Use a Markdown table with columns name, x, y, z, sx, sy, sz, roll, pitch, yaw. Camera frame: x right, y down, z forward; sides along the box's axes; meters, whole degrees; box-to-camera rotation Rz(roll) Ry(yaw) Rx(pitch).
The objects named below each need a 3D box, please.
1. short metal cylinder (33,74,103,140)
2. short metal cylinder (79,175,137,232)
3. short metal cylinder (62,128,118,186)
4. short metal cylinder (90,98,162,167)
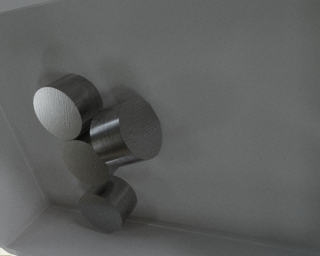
| name | x | y | z | sx | sy | sz | roll | pitch | yaw |
| --- | --- | --- | --- | --- | --- | --- | --- | --- | --- |
| short metal cylinder | -0.129 | -0.030 | 0.440 | 0.080 | 0.050 | 0.079 | 13 | 124 | 20 |
| short metal cylinder | -0.085 | 0.124 | 0.512 | 0.080 | 0.050 | 0.079 | 13 | 124 | 20 |
| short metal cylinder | -0.098 | 0.040 | 0.467 | 0.080 | 0.050 | 0.079 | 13 | 124 | 20 |
| short metal cylinder | -0.042 | 0.007 | 0.398 | 0.050 | 0.080 | 0.080 | -18 | 109 | 35 |
